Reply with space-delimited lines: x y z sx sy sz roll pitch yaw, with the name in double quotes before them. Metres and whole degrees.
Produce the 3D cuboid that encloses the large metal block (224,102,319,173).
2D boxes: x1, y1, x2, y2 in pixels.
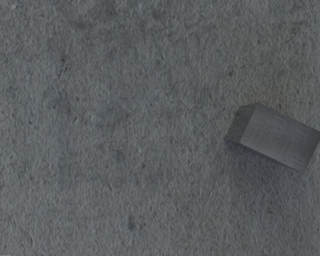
"large metal block" 0.135 0.011 0.384 0.080 0.080 0.050 25 90 -1
